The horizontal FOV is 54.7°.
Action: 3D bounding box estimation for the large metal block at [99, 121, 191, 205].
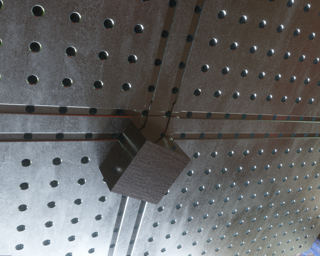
[{"bbox_3d":[-0.020,0.048,0.415,0.080,0.050,0.080,27,104,-38],"label":"large metal block"}]
